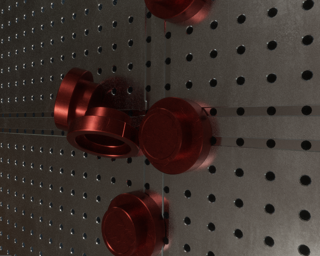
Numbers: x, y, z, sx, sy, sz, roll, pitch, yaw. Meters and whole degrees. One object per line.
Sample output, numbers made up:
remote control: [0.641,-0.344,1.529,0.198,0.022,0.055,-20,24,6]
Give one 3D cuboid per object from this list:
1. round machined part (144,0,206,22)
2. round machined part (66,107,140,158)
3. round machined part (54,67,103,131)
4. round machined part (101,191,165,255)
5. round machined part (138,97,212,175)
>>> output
round machined part: [0.014,-0.186,0.385,0.098,0.042,0.097,0,90,39]
round machined part: [-0.074,0.005,0.427,0.098,0.098,0.042,-14,57,39]
round machined part: [-0.118,-0.039,0.469,0.042,0.098,0.097,16,102,2]
round machined part: [-0.044,0.141,0.432,0.098,0.042,0.097,0,90,39]
round machined part: [0.011,0.010,0.387,0.098,0.042,0.097,0,90,39]
